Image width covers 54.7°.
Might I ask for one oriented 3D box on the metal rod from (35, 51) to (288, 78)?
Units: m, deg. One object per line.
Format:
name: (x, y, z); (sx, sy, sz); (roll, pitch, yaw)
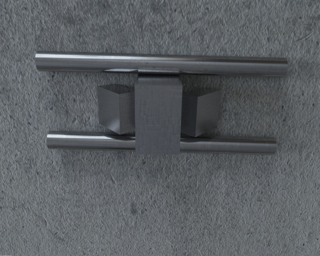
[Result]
metal rod: (0.003, -0.078, 0.382); (0.302, 0.025, 0.025); (1, 110, -1)

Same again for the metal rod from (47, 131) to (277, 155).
metal rod: (0.003, 0.020, 0.418); (0.302, 0.025, 0.025); (2, 110, -1)

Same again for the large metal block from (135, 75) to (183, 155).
large metal block: (-0.002, -0.021, 0.376); (0.050, 0.080, 0.079); (1, 110, -1)

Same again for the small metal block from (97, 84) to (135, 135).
small metal block: (-0.054, -0.025, 0.386); (0.025, 0.050, 0.050); (-15, 116, -37)

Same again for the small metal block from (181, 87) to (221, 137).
small metal block: (0.050, -0.021, 0.389); (0.025, 0.050, 0.050); (17, 115, 38)
